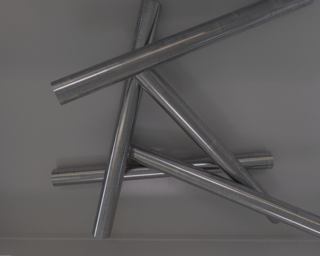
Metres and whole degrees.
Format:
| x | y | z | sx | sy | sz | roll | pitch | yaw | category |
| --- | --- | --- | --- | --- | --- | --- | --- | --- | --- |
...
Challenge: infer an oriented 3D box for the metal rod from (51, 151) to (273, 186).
| x | y | z | sx | sy | sz | roll | pitch | yaw | category |
| --- | --- | --- | --- | --- | --- | --- | --- | --- | --- |
| 0.002 | 0.057 | 0.432 | 0.302 | 0.025 | 0.025 | -5 | 110 | 1 | metal rod |

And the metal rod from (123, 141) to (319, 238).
| x | y | z | sx | sy | sz | roll | pitch | yaw | category |
| --- | --- | --- | --- | --- | --- | --- | --- | --- | --- |
| 0.076 | 0.074 | 0.395 | 0.301 | 0.025 | 0.025 | 21 | 109 | 9 | metal rod |

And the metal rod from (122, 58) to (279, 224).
| x | y | z | sx | sy | sz | roll | pitch | yaw | category |
| --- | --- | --- | --- | --- | --- | --- | --- | --- | --- |
| 0.065 | 0.023 | 0.389 | 0.025 | 0.025 | 0.300 | -40 | 109 | 13 | metal rod |

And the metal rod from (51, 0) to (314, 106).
| x | y | z | sx | sy | sz | roll | pitch | yaw | category |
| --- | --- | --- | --- | --- | --- | --- | --- | --- | --- |
| 0.034 | -0.094 | 0.330 | 0.302 | 0.025 | 0.025 | -24 | 109 | -10 | metal rod |

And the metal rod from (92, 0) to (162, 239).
| x | y | z | sx | sy | sz | roll | pitch | yaw | category |
| --- | --- | --- | --- | --- | --- | --- | --- | --- | --- |
| -0.044 | -0.002 | 0.385 | 0.025 | 0.025 | 0.298 | 13 | 100 | -5 | metal rod |
